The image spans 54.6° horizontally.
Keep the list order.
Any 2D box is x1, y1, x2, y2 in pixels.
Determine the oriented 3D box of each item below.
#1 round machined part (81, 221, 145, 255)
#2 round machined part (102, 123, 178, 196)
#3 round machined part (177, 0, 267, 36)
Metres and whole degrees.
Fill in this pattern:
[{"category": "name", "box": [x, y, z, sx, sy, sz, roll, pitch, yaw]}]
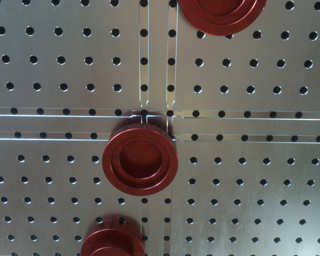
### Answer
[{"category": "round machined part", "box": [-0.072, 0.196, 0.476, 0.099, 0.042, 0.097, 0, 110, 0]}, {"category": "round machined part", "box": [-0.025, 0.039, 0.418, 0.099, 0.042, 0.097, 0, 110, 0]}, {"category": "round machined part", "box": [0.067, -0.155, 0.348, 0.099, 0.042, 0.097, 0, 110, 0]}]
